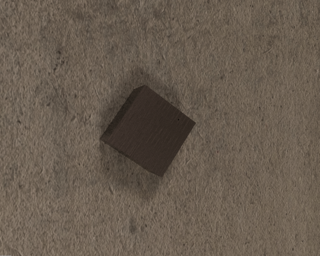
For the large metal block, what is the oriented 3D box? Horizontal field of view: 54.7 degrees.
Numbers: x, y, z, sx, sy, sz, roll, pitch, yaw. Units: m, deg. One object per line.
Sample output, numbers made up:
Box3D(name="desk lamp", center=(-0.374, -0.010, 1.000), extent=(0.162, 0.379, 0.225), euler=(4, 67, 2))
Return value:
Box3D(name="large metal block", center=(-0.016, 0.004, 0.391), extent=(0.080, 0.050, 0.080), euler=(36, 78, -17))
